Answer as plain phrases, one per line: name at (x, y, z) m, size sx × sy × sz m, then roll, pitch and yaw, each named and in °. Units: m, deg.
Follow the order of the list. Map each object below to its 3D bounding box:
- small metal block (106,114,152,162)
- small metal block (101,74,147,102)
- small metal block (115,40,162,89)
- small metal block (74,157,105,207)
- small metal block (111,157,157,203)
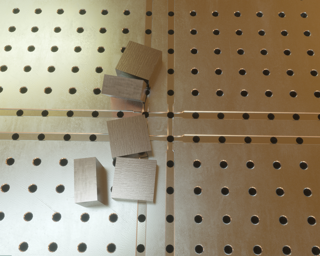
small metal block at (-0.040, 0.014, 0.407) m, size 0.050 × 0.025 × 0.050 m, roll -10°, pitch 70°, yaw -4°
small metal block at (-0.046, -0.052, 0.414) m, size 0.050 × 0.050 × 0.025 m, roll 9°, pitch 92°, yaw 3°
small metal block at (-0.029, -0.091, 0.445) m, size 0.050 × 0.025 × 0.050 m, roll 20°, pitch 71°, yaw 7°
small metal block at (-0.084, 0.066, 0.374) m, size 0.025 × 0.050 × 0.050 m, roll -6°, pitch 70°, yaw -2°
small metal block at (-0.031, 0.065, 0.388) m, size 0.050 × 0.025 × 0.050 m, roll 4°, pitch 70°, yaw 1°
